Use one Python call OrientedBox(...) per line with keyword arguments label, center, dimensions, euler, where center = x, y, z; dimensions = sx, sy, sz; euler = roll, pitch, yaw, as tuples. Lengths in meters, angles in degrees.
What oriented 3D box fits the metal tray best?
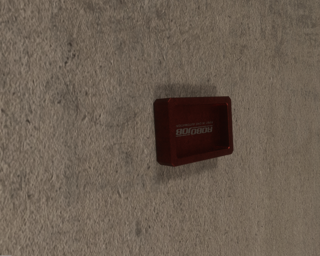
OrientedBox(label="metal tray", center=(0.053, 0.001, 0.448), dimensions=(0.131, 0.030, 0.089), euler=(-6, 94, -40))
